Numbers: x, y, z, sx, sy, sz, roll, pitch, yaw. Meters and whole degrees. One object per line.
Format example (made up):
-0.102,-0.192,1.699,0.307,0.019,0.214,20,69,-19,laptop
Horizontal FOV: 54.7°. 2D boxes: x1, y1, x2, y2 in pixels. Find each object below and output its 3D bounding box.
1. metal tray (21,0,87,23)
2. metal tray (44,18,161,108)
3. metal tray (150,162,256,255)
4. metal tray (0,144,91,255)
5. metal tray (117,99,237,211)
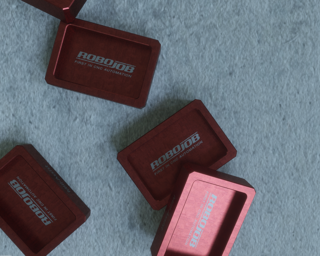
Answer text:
-0.122,-0.208,0.389,0.090,0.030,0.130,27,75,0,metal tray
-0.072,-0.084,0.406,0.131,0.030,0.089,15,90,-1,metal tray
0.052,0.117,0.388,0.091,0.030,0.129,18,99,-13,metal tray
-0.168,0.096,0.405,0.090,0.030,0.130,-42,91,0,metal tray
0.022,0.034,0.407,0.130,0.030,0.090,-35,90,-1,metal tray
